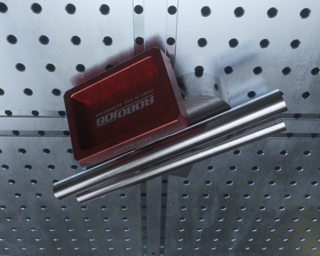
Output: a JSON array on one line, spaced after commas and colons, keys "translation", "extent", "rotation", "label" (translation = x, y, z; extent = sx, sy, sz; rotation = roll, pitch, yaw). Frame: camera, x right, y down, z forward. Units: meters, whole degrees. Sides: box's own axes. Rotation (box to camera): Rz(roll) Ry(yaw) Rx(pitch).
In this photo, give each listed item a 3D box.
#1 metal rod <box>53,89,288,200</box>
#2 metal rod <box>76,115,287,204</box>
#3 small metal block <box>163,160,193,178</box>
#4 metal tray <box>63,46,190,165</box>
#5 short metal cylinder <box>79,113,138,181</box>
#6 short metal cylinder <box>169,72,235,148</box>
[{"translation": [-0.003, 0.028, 0.368], "extent": [0.300, 0.025, 0.025], "rotation": [-23, 127, 18], "label": "metal rod"}, {"translation": [0.015, 0.046, 0.417], "extent": [0.300, 0.025, 0.025], "rotation": [-22, 127, 17], "label": "metal rod"}, {"translation": [0.022, 0.043, 0.447], "extent": [0.050, 0.025, 0.050], "rotation": [11, 129, -10], "label": "small metal block"}, {"translation": [-0.042, -0.022, 0.347], "extent": [0.130, 0.090, 0.030], "rotation": [-23, 159, 17], "label": "metal tray"}, {"translation": [-0.065, 0.026, 0.416], "extent": [0.081, 0.050, 0.079], "rotation": [0, 130, 0], "label": "short metal cylinder"}, {"translation": [0.046, -0.021, 0.378], "extent": [0.081, 0.050, 0.079], "rotation": [0, 130, 0], "label": "short metal cylinder"}]
